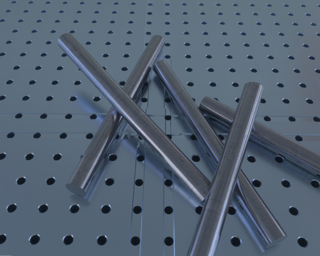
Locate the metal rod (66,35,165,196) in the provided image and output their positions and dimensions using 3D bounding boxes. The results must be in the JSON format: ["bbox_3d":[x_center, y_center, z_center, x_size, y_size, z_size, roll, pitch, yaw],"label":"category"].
[{"bbox_3d":[-0.049,-0.040,0.440,0.025,0.025,0.300,14,51,11],"label":"metal rod"}]

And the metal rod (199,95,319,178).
[{"bbox_3d":[0.179,0.038,0.378,0.300,0.025,0.025,32,57,23],"label":"metal rod"}]

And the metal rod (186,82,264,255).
[{"bbox_3d":[0.064,0.068,0.325,0.025,0.025,0.300,18,60,14],"label":"metal rod"}]

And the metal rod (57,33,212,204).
[{"bbox_3d":[-0.042,-0.026,0.398,0.025,0.025,0.300,-33,67,-25],"label":"metal rod"}]

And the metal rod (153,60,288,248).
[{"bbox_3d":[0.059,0.009,0.400,0.025,0.025,0.300,-18,52,-15],"label":"metal rod"}]
